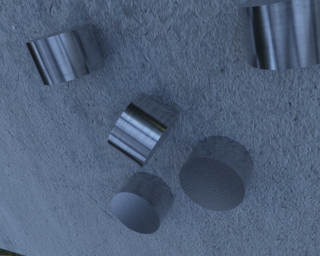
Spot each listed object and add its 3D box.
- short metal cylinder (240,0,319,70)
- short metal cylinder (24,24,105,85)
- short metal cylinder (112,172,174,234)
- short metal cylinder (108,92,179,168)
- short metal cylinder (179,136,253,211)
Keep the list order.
[{"bbox_3d":[0.111,-0.086,0.259,0.080,0.080,0.050,-2,118,29],"label":"short metal cylinder"},{"bbox_3d":[-0.113,-0.090,0.375,0.080,0.080,0.050,-2,117,29],"label":"short metal cylinder"},{"bbox_3d":[-0.026,0.114,0.475,0.080,0.050,0.079,13,124,21],"label":"short metal cylinder"},{"bbox_3d":[-0.020,0.002,0.383,0.050,0.080,0.079,34,129,6],"label":"short metal cylinder"},{"bbox_3d":[0.071,0.056,0.388,0.080,0.050,0.079,13,124,21],"label":"short metal cylinder"}]
